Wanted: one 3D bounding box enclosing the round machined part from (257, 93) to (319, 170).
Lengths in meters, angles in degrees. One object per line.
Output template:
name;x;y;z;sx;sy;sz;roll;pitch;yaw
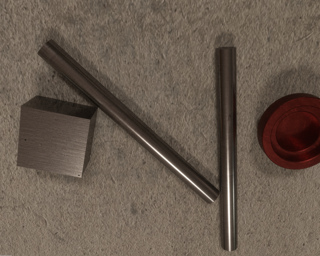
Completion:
round machined part;0.176;0.002;0.404;0.099;0.042;0.097;0;110;-1

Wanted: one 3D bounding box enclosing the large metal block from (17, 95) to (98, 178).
large metal block;-0.130;0.010;0.398;0.081;0.050;0.079;11;110;-5

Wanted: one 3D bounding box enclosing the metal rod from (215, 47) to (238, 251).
metal rod;0.093;0.042;0.426;0.025;0.025;0.298;-5;110;1

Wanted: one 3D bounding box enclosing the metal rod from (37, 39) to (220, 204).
metal rod;-0.031;0.001;0.409;0.300;0.025;0.025;42;104;-15
